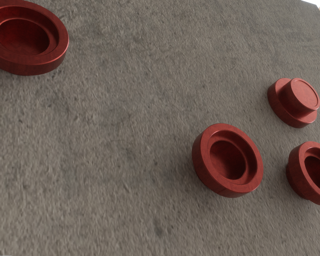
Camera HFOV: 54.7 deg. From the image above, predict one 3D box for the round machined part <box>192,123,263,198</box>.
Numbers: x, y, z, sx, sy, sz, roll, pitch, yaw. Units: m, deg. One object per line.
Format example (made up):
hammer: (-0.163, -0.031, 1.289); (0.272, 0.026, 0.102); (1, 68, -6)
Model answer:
round machined part: (0.085, 0.046, 0.412); (0.099, 0.042, 0.098); (14, 56, -21)

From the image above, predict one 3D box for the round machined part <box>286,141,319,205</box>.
round machined part: (0.236, 0.073, 0.479); (0.099, 0.042, 0.098); (14, 56, -21)

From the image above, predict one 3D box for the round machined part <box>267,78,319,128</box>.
round machined part: (0.248, -0.052, 0.562); (0.099, 0.042, 0.098); (14, 56, -21)

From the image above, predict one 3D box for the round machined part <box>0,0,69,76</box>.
round machined part: (-0.163, -0.101, 0.368); (0.099, 0.042, 0.098); (14, 56, -21)
